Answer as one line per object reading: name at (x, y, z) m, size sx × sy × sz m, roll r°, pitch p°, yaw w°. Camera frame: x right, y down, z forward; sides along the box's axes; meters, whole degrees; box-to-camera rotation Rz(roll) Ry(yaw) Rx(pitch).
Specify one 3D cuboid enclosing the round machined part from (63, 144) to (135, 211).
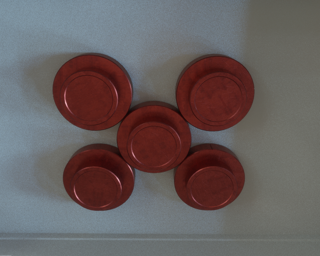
round machined part at (-0.085, 0.074, 0.427) m, size 0.099 × 0.042 × 0.097 m, roll 0°, pitch 110°, yaw -1°

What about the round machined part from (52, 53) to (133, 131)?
round machined part at (-0.084, -0.042, 0.384) m, size 0.099 × 0.042 × 0.097 m, roll 0°, pitch 110°, yaw -1°

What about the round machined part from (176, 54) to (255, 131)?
round machined part at (0.069, -0.041, 0.387) m, size 0.099 × 0.042 × 0.097 m, roll 0°, pitch 110°, yaw -1°

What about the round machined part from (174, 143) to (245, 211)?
round machined part at (0.069, 0.074, 0.429) m, size 0.099 × 0.042 × 0.097 m, roll 0°, pitch 110°, yaw -1°

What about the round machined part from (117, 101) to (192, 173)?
round machined part at (-0.008, 0.017, 0.406) m, size 0.099 × 0.042 × 0.097 m, roll 0°, pitch 110°, yaw -1°
